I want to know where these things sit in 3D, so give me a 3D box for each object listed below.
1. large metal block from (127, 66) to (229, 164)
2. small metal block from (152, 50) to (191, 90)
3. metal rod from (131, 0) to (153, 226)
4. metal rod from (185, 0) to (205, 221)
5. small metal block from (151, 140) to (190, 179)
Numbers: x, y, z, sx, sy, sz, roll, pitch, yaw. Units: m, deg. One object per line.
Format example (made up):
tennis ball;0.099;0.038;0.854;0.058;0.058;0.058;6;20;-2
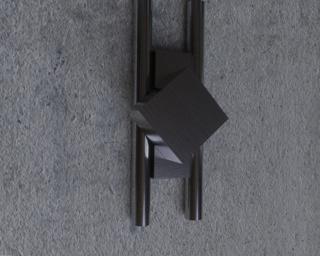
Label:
large metal block;0.021;-0.015;0.377;0.080;0.050;0.080;-43;104;-15
small metal block;0.013;-0.075;0.415;0.050;0.025;0.050;1;90;-21
metal rod;-0.023;-0.025;0.403;0.025;0.025;0.298;1;90;-20
metal rod;0.048;-0.024;0.430;0.025;0.025;0.298;1;90;-20
small metal block;0.012;0.041;0.415;0.050;0.025;0.050;1;90;-21
